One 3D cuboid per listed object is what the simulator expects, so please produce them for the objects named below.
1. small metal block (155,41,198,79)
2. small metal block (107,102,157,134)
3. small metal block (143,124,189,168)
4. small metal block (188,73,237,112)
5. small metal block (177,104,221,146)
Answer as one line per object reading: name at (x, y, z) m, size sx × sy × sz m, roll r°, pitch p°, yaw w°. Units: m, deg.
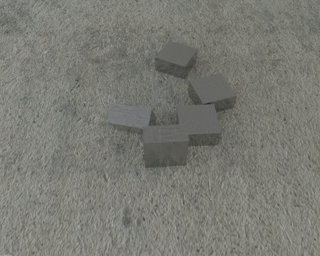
small metal block at (0.026, -0.110, 0.495) m, size 0.050 × 0.025 × 0.050 m, roll 21°, pitch 53°, yaw 17°
small metal block at (-0.034, -0.010, 0.391) m, size 0.050 × 0.050 × 0.025 m, roll 10°, pitch 80°, yaw 8°
small metal block at (0.006, 0.022, 0.368) m, size 0.050 × 0.050 × 0.025 m, roll -3°, pitch 50°, yaw -3°
small metal block at (0.074, -0.048, 0.444) m, size 0.050 × 0.025 × 0.050 m, roll -14°, pitch 52°, yaw -12°
small metal block at (0.049, -0.004, 0.407) m, size 0.050 × 0.025 × 0.050 m, roll -3°, pitch 50°, yaw -3°
